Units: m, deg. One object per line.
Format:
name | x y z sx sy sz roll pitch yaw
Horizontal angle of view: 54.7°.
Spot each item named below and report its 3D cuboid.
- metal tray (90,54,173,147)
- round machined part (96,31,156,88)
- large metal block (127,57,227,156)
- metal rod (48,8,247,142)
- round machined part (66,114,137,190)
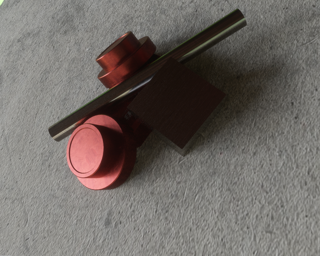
metal tray | -0.030 -0.046 0.446 0.090 0.030 0.130 27 76 37
round machined part | -0.057 -0.107 0.464 0.098 0.042 0.098 -33 23 17
large metal block | 0.021 -0.024 0.375 0.080 0.050 0.080 37 81 14
metal rod | -0.022 -0.067 0.421 0.300 0.025 0.025 -31 52 8
round machined part | -0.081 0.030 0.396 0.098 0.042 0.098 -6 78 34
